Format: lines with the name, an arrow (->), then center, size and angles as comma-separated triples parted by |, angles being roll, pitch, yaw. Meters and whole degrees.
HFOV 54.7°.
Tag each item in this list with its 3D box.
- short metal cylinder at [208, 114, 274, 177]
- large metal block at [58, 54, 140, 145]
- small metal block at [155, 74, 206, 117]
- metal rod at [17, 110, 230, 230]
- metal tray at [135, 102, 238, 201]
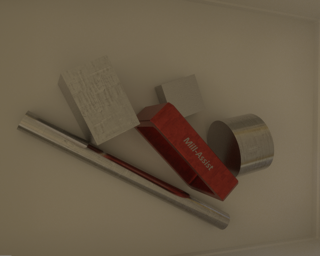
short metal cylinder -> 0.107, 0.024, 0.421 | 0.050, 0.080, 0.079 | -12, 95, -19
large metal block -> -0.073, -0.029, 0.353 | 0.050, 0.080, 0.080 | -28, 100, -18
small metal block -> 0.028, -0.040, 0.419 | 0.050, 0.025, 0.050 | -21, 97, -19
metal rod -> -0.032, 0.062, 0.398 | 0.301, 0.025, 0.025 | 30, 80, -18
metal tray -> 0.027, 0.029, 0.385 | 0.030, 0.090, 0.130 | -46, 105, -15
